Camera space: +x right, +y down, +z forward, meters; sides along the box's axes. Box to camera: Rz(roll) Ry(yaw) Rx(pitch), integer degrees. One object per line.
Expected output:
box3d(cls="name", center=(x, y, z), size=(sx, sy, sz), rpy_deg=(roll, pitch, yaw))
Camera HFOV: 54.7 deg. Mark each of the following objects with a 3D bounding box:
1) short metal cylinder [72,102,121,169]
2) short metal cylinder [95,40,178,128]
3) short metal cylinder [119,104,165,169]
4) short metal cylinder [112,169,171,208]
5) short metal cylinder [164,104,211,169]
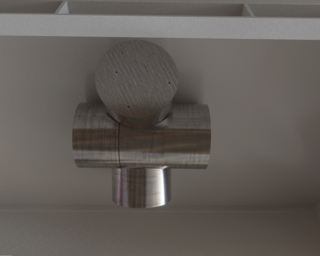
box3d(cls="short metal cylinder", center=(-0.071, 0.009, 0.378), size=(0.050, 0.080, 0.079), rpy_deg=(1, 130, -1))
box3d(cls="short metal cylinder", center=(-0.023, -0.044, 0.324), size=(0.081, 0.080, 0.050), rpy_deg=(1, 168, -1))
box3d(cls="short metal cylinder", center=(-0.020, 0.010, 0.379), size=(0.050, 0.080, 0.079), rpy_deg=(1, 130, -1))
box3d(cls="short metal cylinder", center=(-0.025, 0.071, 0.421), size=(0.081, 0.080, 0.050), rpy_deg=(0, 96, 0))
box3d(cls="short metal cylinder", center=(0.031, 0.010, 0.380), size=(0.050, 0.080, 0.079), rpy_deg=(1, 130, -1))
